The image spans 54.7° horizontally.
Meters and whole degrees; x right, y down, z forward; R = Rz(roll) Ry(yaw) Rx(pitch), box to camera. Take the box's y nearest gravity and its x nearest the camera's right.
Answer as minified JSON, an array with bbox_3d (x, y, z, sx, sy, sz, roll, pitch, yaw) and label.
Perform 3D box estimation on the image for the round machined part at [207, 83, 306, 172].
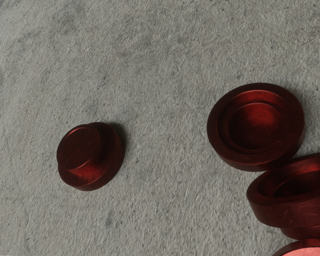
[{"bbox_3d":[0.104,0.002,0.337,0.098,0.042,0.098,-13,56,21],"label":"round machined part"}]

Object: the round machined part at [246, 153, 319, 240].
[{"bbox_3d":[0.129,0.059,0.266,0.098,0.098,0.042,-24,94,13],"label":"round machined part"}]

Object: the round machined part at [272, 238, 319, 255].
[{"bbox_3d":[0.124,0.132,0.231,0.098,0.042,0.097,-2,85,25],"label":"round machined part"}]

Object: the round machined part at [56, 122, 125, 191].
[{"bbox_3d":[-0.102,0.034,0.426,0.098,0.042,0.098,-13,56,21],"label":"round machined part"}]
